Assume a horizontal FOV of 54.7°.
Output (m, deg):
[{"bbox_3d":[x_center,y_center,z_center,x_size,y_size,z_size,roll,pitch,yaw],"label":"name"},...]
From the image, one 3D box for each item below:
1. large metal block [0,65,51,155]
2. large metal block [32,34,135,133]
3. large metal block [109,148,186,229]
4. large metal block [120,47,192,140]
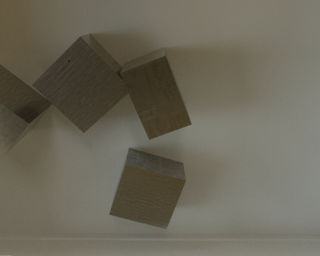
[{"bbox_3d":[-0.189,-0.025,0.370,0.080,0.080,0.050,39,105,-14],"label":"large metal block"},{"bbox_3d":[-0.089,-0.055,0.376,0.080,0.050,0.080,-40,106,13],"label":"large metal block"},{"bbox_3d":[-0.017,0.083,0.428,0.080,0.050,0.079,17,109,-7],"label":"large metal block"},{"bbox_3d":[-0.003,-0.044,0.366,0.050,0.080,0.080,-20,109,7],"label":"large metal block"}]
